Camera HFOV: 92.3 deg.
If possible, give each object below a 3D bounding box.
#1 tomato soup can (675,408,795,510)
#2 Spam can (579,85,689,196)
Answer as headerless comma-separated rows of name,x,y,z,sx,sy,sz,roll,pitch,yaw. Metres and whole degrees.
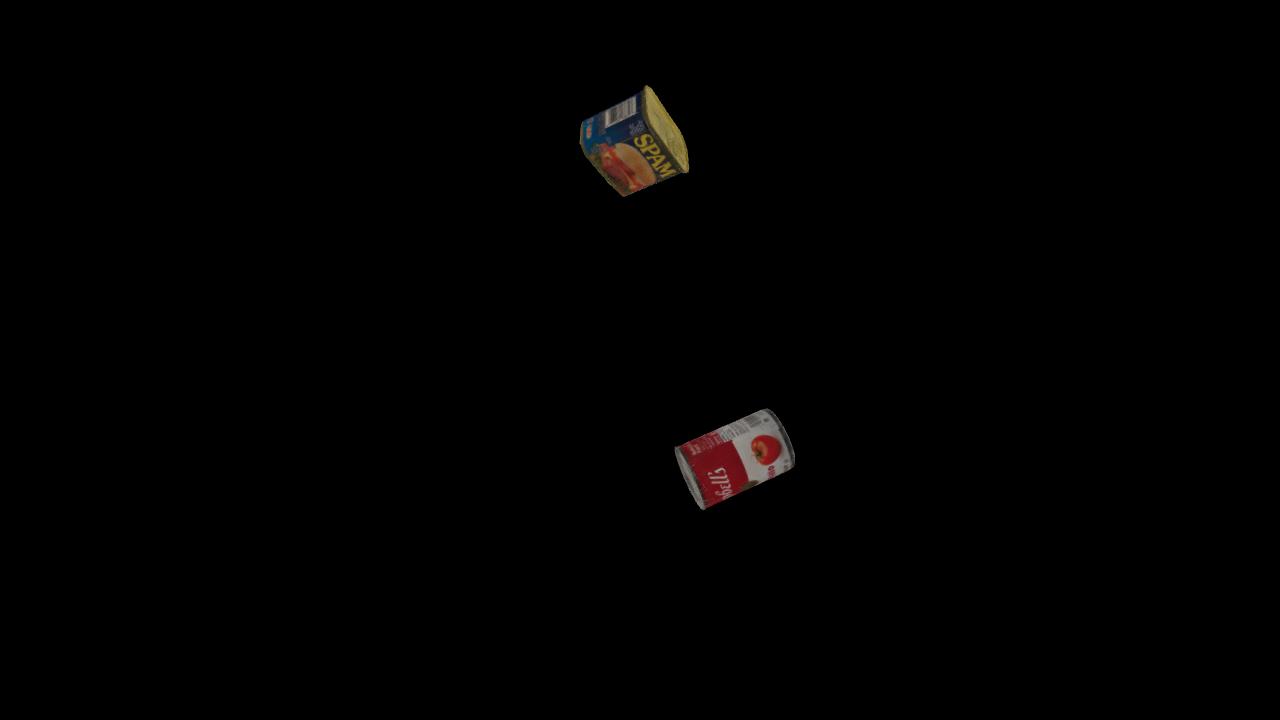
tomato soup can,0.094,0.097,0.610,0.101,0.068,0.068,-23,3,-8
Spam can,-0.005,-0.237,0.680,0.085,0.058,0.101,-15,-30,25
